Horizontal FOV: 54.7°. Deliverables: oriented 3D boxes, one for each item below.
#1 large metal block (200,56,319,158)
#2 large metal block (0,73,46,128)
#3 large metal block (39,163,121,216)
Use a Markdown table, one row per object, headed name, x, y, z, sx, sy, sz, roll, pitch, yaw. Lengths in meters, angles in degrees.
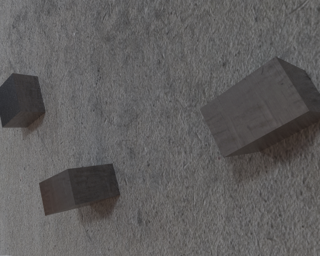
| name | x | y | z | sx | sy | sz | roll | pitch | yaw |
| --- | --- | --- | --- | --- | --- | --- | --- | --- | --- |
| large metal block | 0.099 | -0.015 | 0.287 | 0.080 | 0.081 | 0.050 | -36 | 68 | 34 |
| large metal block | -0.280 | -0.053 | 0.620 | 0.080 | 0.050 | 0.080 | -28 | 73 | 36 |
| large metal block | -0.122 | 0.093 | 0.470 | 0.080 | 0.081 | 0.050 | -26 | 74 | 37 |
